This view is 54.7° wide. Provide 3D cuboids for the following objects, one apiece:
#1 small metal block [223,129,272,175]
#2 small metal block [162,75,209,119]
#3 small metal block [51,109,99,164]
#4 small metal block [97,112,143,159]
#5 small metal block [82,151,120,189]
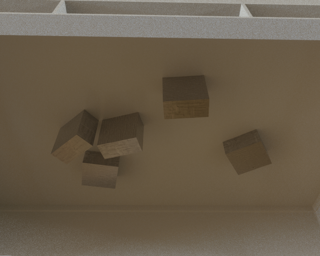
[{"bbox_3d":[0.124,0.035,0.441,0.050,0.025,0.050,-24,127,18],"label":"small metal block"},{"bbox_3d":[0.029,-0.037,0.362,0.050,0.050,0.025,-3,130,2],"label":"small metal block"},{"bbox_3d":[-0.109,0.011,0.401,0.050,0.050,0.025,-33,123,24],"label":"small metal block"},{"bbox_3d":[-0.049,0.009,0.400,0.050,0.050,0.025,-12,129,9],"label":"small metal block"},{"bbox_3d":[-0.088,0.062,0.461,0.050,0.025,0.050,8,130,-7],"label":"small metal block"}]
